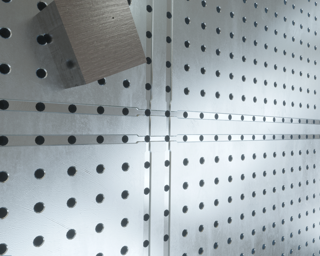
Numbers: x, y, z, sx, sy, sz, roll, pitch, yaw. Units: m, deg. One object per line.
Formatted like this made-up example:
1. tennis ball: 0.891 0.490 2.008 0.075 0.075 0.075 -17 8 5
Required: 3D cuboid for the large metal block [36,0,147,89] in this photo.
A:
1. large metal block: -0.071 -0.095 0.332 0.081 0.050 0.080 -29 108 -36
